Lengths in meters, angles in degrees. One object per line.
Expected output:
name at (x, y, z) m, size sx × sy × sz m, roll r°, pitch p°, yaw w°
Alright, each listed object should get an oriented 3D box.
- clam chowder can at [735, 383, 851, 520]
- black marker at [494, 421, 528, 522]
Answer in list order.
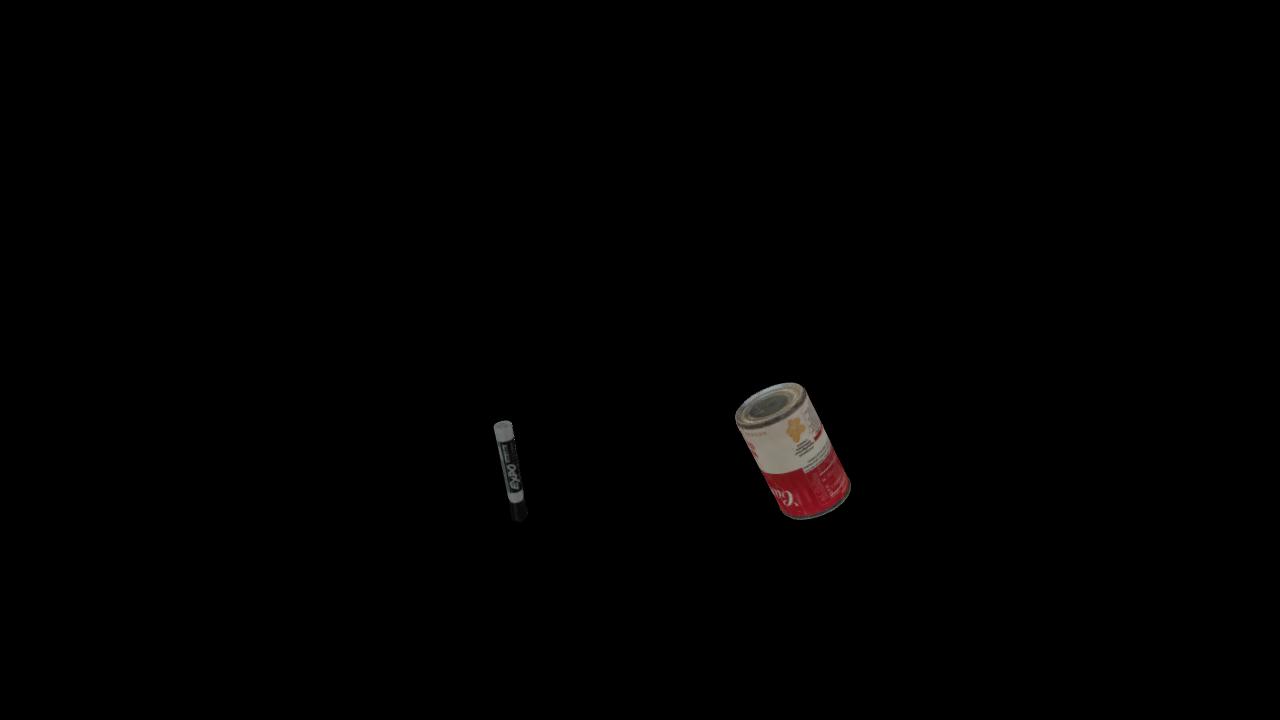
clam chowder can at (0.134, 0.079, 0.542) m, size 0.068 × 0.102 × 0.068 m, roll -26°, pitch 15°, yaw 8°
black marker at (-0.136, 0.121, 0.654) m, size 0.020 × 0.121 × 0.020 m, roll -4°, pitch 24°, yaw 2°
